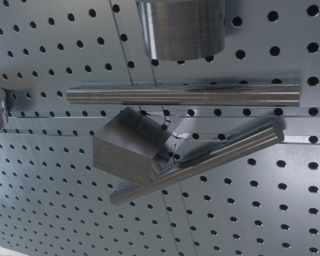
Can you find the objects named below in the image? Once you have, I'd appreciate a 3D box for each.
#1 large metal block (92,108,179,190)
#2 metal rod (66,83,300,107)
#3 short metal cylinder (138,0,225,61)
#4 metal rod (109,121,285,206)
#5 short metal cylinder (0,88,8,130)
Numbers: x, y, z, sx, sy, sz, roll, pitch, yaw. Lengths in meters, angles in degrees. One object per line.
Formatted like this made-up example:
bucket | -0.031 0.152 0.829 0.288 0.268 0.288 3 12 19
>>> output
large metal block | -0.031 0.023 0.407 0.080 0.080 0.050 20 126 16
metal rod | 0.008 -0.040 0.382 0.301 0.025 0.025 3 120 26
short metal cylinder | 0.022 -0.102 0.301 0.080 0.080 0.050 8 122 24
metal rod | 0.028 0.062 0.434 0.299 0.025 0.025 -29 102 37
short metal cylinder | -0.298 -0.032 0.513 0.080 0.080 0.050 24 127 13
